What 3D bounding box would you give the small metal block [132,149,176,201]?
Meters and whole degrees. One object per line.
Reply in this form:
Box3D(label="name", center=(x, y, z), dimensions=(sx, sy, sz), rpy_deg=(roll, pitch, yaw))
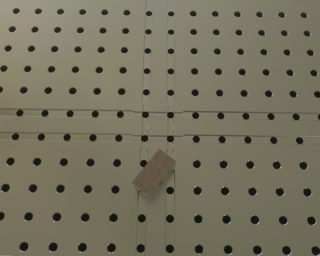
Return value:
Box3D(label="small metal block", center=(-0.006, 0.058, 0.377), dimensions=(0.025, 0.050, 0.050), rpy_deg=(36, 74, 12))
